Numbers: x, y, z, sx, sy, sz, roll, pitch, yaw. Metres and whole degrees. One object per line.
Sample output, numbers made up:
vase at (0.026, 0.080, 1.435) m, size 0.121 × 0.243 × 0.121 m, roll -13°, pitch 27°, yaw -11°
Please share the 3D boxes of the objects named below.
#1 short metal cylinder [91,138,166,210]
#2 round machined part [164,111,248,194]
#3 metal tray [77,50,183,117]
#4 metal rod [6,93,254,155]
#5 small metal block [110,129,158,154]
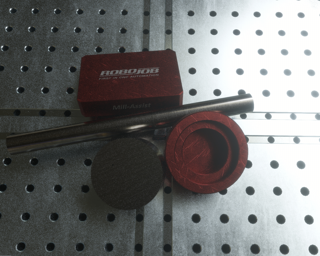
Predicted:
short metal cylinder at (-0.035, 0.051, 0.367) m, size 0.080 × 0.050 × 0.079 m, roll 0°, pitch 88°, yaw 5°
round machined part at (0.054, 0.028, 0.381) m, size 0.099 × 0.042 × 0.097 m, roll 0°, pitch 92°, yaw -4°
metal tray at (-0.039, -0.062, 0.416) m, size 0.131 × 0.030 × 0.090 m, roll -4°, pitch 51°, yaw -3°
metal rod at (-0.032, -0.006, 0.386) m, size 0.302 × 0.025 × 0.025 m, roll -10°, pitch 71°, yaw -4°
small metal block at (-0.035, 0.013, 0.415) m, size 0.050 × 0.025 × 0.050 m, roll 17°, pitch 71°, yaw 5°
